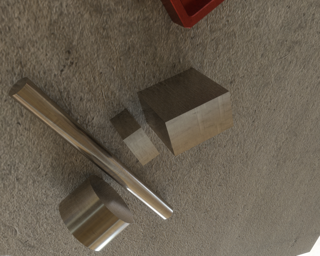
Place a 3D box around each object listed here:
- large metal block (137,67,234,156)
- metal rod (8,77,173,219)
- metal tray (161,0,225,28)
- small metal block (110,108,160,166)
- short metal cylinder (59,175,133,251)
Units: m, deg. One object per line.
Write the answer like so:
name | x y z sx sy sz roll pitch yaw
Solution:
large metal block | 0.030 -0.023 0.375 0.080 0.080 0.050 -26 128 -12
metal rod | -0.065 0.047 0.401 0.025 0.025 0.300 -41 130 -1
metal tray | 0.026 -0.179 0.308 0.090 0.030 0.130 -40 130 -1
small metal block | -0.031 0.011 0.382 0.025 0.050 0.050 -36 130 -5
short metal cylinder | -0.080 0.106 0.395 0.050 0.080 0.080 -42 130 1
